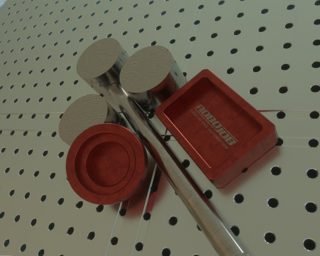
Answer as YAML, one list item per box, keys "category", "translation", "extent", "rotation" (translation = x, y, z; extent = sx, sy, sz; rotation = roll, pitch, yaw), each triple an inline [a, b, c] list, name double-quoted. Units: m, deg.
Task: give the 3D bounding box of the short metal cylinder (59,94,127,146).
- category: "short metal cylinder"
  translation: [-0.096, -0.001, 0.443]
  extent: [0.080, 0.050, 0.080]
  rotation: [-13, 56, 21]

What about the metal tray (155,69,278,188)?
- category: "metal tray"
  translation: [0.063, -0.005, 0.374]
  extent: [0.090, 0.030, 0.130]
  rotation: [-40, 51, 2]

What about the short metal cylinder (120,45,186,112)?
- category: "short metal cylinder"
  translation: [-0.009, -0.069, 0.439]
  extent: [0.080, 0.050, 0.080]
  rotation: [-13, 56, 21]

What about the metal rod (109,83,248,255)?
- category: "metal rod"
  translation: [0.003, 0.033, 0.387]
  extent: [0.025, 0.025, 0.300]
  rotation: [-39, 51, 2]

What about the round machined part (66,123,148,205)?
- category: "round machined part"
  translation: [-0.063, 0.046, 0.389]
  extent: [0.098, 0.042, 0.098]
  rotation: [-2, 78, 9]

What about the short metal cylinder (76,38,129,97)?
- category: "short metal cylinder"
  translation: [-0.085, -0.097, 0.497]
  extent: [0.080, 0.050, 0.080]
  rotation: [-13, 56, 21]
